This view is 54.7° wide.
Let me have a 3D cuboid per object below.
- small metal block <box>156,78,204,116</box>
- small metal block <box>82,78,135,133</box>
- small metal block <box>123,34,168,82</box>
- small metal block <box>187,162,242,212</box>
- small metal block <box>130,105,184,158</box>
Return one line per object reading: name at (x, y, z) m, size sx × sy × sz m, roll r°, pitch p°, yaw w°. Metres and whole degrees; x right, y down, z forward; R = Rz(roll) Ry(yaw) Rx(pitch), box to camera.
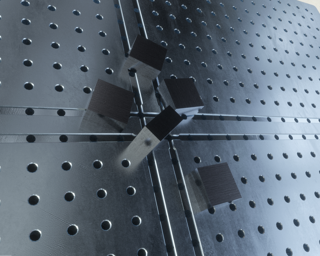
small metal block at (0.029, -0.045, 0.453) m, size 0.050 × 0.025 × 0.050 m, roll -8°, pitch 66°, yaw -32°
small metal block at (-0.064, -0.028, 0.392) m, size 0.050 × 0.025 × 0.050 m, roll 21°, pitch 54°, yaw -16°
small metal block at (-0.021, -0.105, 0.462) m, size 0.050 × 0.025 × 0.050 m, roll 25°, pitch 53°, yaw -14°
small metal block at (0.071, 0.076, 0.402) m, size 0.050 × 0.025 × 0.050 m, roll -6°, pitch 65°, yaw -31°
small metal block at (-0.004, 0.005, 0.388) m, size 0.025 × 0.050 × 0.050 m, roll 45°, pitch 51°, yaw 3°
